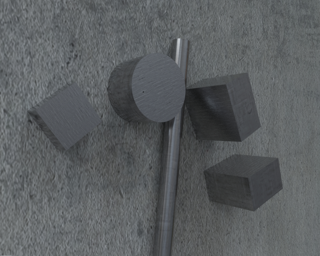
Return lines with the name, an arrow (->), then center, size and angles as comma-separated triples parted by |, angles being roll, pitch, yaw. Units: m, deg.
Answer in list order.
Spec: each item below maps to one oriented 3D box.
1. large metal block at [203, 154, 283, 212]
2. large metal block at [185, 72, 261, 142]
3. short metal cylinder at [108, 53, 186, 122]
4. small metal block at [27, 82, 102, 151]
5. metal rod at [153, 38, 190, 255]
large metal block -> 0.128, 0.080, 0.476 | 0.081, 0.080, 0.050 | -20, 103, -38
large metal block -> 0.087, -0.028, 0.441 | 0.050, 0.080, 0.080 | -30, 109, -36
short metal cylinder -> -0.015, -0.046, 0.375 | 0.081, 0.050, 0.080 | 0, 90, -40
small metal block -> -0.098, -0.012, 0.323 | 0.050, 0.025, 0.050 | -45, 117, -31
metal rod -> 0.016, 0.029, 0.417 | 0.025, 0.025, 0.298 | 9, 85, -40
